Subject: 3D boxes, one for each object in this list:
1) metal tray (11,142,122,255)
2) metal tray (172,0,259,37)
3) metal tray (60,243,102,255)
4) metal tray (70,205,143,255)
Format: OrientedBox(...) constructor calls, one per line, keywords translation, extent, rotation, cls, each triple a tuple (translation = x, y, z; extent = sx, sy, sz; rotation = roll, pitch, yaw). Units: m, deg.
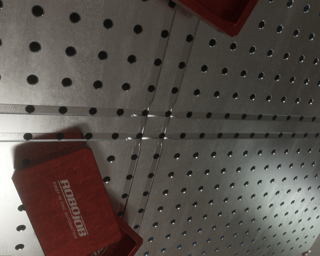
OrientedBox(translation=(-0.110, 0.093, 0.377), extent=(0.091, 0.030, 0.129), rotation=(-20, 105, -17), cls="metal tray")
OrientedBox(translation=(0.073, -0.169, 0.304), extent=(0.091, 0.030, 0.129), rotation=(19, 108, -36), cls="metal tray")
OrientedBox(translation=(-0.123, 0.244, 0.493), extent=(0.090, 0.030, 0.130), rotation=(-40, 130, -1), cls="metal tray")
OrientedBox(translation=(-0.093, 0.188, 0.439), extent=(0.130, 0.030, 0.090), rotation=(-50, 128, -22), cls="metal tray")
